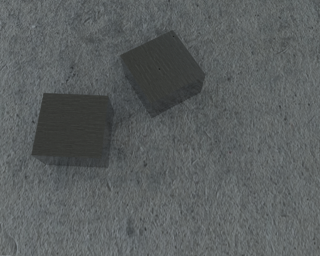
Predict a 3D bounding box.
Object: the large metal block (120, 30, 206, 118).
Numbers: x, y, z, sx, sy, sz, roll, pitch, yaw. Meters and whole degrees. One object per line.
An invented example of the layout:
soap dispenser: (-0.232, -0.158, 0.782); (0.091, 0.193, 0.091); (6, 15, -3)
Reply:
large metal block: (0.003, -0.073, 0.421); (0.080, 0.050, 0.080); (-29, 73, -10)

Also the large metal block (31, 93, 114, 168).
large metal block: (-0.106, 0.004, 0.392); (0.080, 0.050, 0.080); (3, 70, 1)
